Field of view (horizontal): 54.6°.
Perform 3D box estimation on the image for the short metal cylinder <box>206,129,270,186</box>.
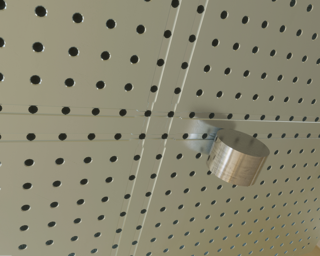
[{"bbox_3d":[0.115,0.042,0.464,0.081,0.080,0.050,3,117,-30],"label":"short metal cylinder"}]
